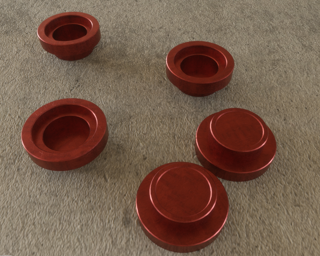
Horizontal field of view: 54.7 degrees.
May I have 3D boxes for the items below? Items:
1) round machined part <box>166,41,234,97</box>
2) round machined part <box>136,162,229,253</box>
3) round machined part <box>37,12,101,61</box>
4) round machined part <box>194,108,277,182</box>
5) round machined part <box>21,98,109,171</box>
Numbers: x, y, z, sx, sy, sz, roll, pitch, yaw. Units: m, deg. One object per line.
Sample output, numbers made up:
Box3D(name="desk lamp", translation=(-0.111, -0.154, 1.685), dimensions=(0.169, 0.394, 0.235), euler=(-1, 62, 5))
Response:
Box3D(name="round machined part", translation=(0.058, -0.084, 0.463), dimensions=(0.099, 0.042, 0.098), euler=(0, 50, 0))
Box3D(name="round machined part", translation=(0.024, 0.076, 0.329), dimensions=(0.099, 0.042, 0.098), euler=(0, 50, 0))
Box3D(name="round machined part", translation=(-0.148, -0.149, 0.517), dimensions=(0.099, 0.042, 0.098), euler=(0, 50, 0))
Box3D(name="round machined part", translation=(0.094, 0.013, 0.382), dimensions=(0.099, 0.042, 0.098), euler=(0, 50, 0))
Box3D(name="round machined part", translation=(-0.113, 0.012, 0.381), dimensions=(0.099, 0.042, 0.098), euler=(0, 50, 0))
